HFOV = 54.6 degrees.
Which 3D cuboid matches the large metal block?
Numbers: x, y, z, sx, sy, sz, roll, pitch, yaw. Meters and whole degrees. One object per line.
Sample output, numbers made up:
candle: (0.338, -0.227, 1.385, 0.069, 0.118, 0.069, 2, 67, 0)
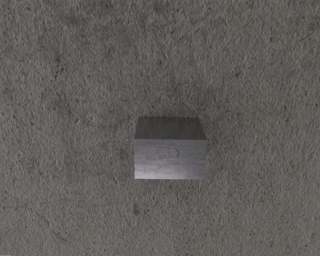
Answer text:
large metal block: (0.011, 0.022, 0.389, 0.080, 0.080, 0.050, 1, 110, 0)
